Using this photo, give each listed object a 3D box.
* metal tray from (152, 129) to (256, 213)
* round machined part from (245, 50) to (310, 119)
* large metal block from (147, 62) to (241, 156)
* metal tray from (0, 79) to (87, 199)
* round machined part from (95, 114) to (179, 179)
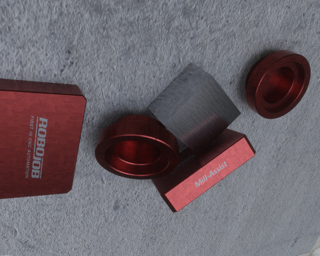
[{"bbox_3d":[0.054,0.051,0.424,0.130,0.090,0.030,-35,103,-6],"label":"metal tray"},{"bbox_3d":[0.164,-0.065,0.447,0.099,0.042,0.097,-14,125,-21],"label":"round machined part"},{"bbox_3d":[0.045,-0.023,0.403,0.080,0.050,0.080,-45,130,3],"label":"large metal block"},{"bbox_3d":[-0.137,0.015,0.339,0.091,0.030,0.129,1,118,-29],"label":"metal tray"},{"bbox_3d":[-0.026,0.021,0.376,0.099,0.042,0.097,2,142,2],"label":"round machined part"}]
